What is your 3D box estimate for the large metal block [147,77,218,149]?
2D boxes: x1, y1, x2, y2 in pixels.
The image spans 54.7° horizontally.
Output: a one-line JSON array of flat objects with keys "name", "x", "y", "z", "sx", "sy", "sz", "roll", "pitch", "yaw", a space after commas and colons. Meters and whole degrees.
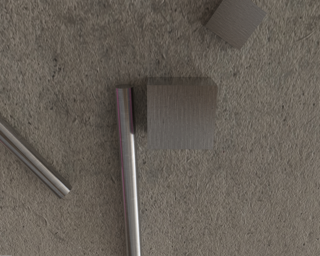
[{"name": "large metal block", "x": 0.025, "y": -0.020, "z": 0.390, "sx": 0.081, "sy": 0.050, "sz": 0.079, "roll": 0, "pitch": 110, "yaw": -1}]

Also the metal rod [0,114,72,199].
[{"name": "metal rod", "x": -0.226, "y": -0.019, "z": 0.399, "sx": 0.025, "sy": 0.025, "sz": 0.300, "roll": -36, "pitch": 107, "yaw": 12}]

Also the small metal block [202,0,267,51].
[{"name": "small metal block", "x": 0.087, "y": -0.128, "z": 0.364, "sx": 0.050, "sy": 0.025, "sz": 0.050, "roll": 32, "pitch": 107, "yaw": -12}]

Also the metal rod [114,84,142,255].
[{"name": "metal rod", "x": -0.042, "y": 0.087, "z": 0.441, "sx": 0.025, "sy": 0.025, "sz": 0.298, "roll": -1, "pitch": 110, "yaw": 0}]
